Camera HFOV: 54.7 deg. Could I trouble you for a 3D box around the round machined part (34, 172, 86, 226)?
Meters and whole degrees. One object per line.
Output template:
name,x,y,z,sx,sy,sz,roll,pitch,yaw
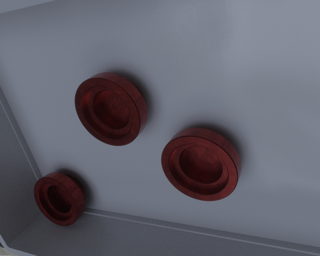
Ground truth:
round machined part,-0.175,0.123,0.560,0.098,0.042,0.097,9,113,23

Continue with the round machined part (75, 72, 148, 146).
round machined part,-0.060,-0.028,0.412,0.098,0.042,0.097,13,124,21

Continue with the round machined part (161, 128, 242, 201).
round machined part,0.055,0.042,0.395,0.098,0.042,0.097,13,124,21
